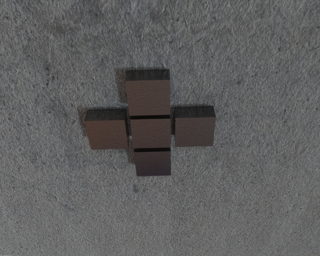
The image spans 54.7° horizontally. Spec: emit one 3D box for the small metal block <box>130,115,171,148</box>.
[{"bbox_3d":[-0.011,0.000,0.409,0.050,0.025,0.050,-1,130,0],"label":"small metal block"}]

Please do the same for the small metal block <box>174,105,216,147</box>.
[{"bbox_3d":[0.045,-0.002,0.408,0.050,0.025,0.050,-1,130,0],"label":"small metal block"}]

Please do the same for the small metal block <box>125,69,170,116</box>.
[{"bbox_3d":[-0.013,-0.043,0.372,0.050,0.025,0.050,-1,130,0],"label":"small metal block"}]

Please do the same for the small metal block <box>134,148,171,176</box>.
[{"bbox_3d":[-0.010,0.043,0.446,0.050,0.025,0.050,-2,130,1],"label":"small metal block"}]

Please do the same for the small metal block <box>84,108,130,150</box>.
[{"bbox_3d":[-0.068,0.002,0.409,0.050,0.025,0.050,-1,130,0],"label":"small metal block"}]
